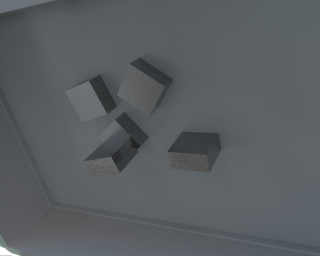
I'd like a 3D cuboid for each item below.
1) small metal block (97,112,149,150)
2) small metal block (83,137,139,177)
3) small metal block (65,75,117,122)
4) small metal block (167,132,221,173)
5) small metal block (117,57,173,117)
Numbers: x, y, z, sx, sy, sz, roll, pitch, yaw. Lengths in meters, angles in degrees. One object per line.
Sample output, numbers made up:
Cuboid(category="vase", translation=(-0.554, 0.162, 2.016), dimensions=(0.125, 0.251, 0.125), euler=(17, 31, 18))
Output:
Cuboid(category="small metal block", translation=(-0.053, 0.013, 0.445), dimensions=(0.050, 0.025, 0.050), euler=(46, 129, -4))
Cuboid(category="small metal block", translation=(-0.065, 0.039, 0.419), dimensions=(0.050, 0.050, 0.025), euler=(-12, 113, 33))
Cuboid(category="small metal block", translation=(-0.097, -0.041, 0.435), dimensions=(0.050, 0.025, 0.050), euler=(-14, 111, 34))
Cuboid(category="small metal block", translation=(0.044, 0.029, 0.387), dimensions=(0.050, 0.050, 0.025), euler=(2, 119, 27))
Cuboid(category="small metal block", translation=(-0.019, -0.051, 0.387), dimensions=(0.050, 0.025, 0.050), euler=(34, 129, 6))
